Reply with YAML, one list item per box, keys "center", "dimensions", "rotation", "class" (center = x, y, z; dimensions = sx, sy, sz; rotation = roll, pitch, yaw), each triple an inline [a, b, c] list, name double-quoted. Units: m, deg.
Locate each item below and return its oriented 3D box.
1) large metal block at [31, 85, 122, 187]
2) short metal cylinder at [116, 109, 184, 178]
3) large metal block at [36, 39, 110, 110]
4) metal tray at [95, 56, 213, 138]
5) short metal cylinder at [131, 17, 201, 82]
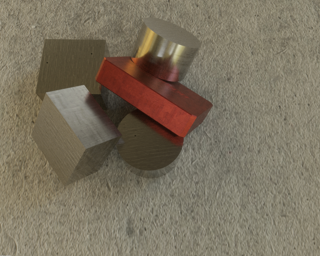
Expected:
- center: [-0.102, 0.009, 0.369]
  dimensions: [0.050, 0.080, 0.080]
  rotation: [-22, 68, -46]
  class: "large metal block"
- center: [-0.012, 0.019, 0.390]
  dimensions: [0.081, 0.050, 0.080]
  rotation: [0, 70, 0]
  class: "short metal cylinder"
- center: [-0.113, -0.071, 0.419]
  dimensions: [0.080, 0.050, 0.080]
  rotation: [1, 70, 0]
  class: "large metal block"
- center: [-0.004, -0.045, 0.393]
  dimensions: [0.130, 0.090, 0.030]
  rotation: [34, 113, 11]
  class: "metal tray"
- center: [0.007, -0.105, 0.414]
  dimensions: [0.080, 0.050, 0.080]
  rotation: [19, 33, -12]
  class: "short metal cylinder"
